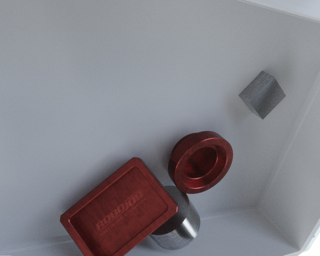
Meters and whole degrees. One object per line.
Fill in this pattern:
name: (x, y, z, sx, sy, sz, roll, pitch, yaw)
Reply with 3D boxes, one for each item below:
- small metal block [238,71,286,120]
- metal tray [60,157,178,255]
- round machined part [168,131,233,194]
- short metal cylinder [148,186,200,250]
small metal block: (0.154, -0.049, 0.465, 0.050, 0.025, 0.050, -47, 130, 5)
metal tray: (-0.052, 0.112, 0.409, 0.130, 0.090, 0.030, -39, 169, -3)
round machined part: (0.055, 0.046, 0.459, 0.099, 0.042, 0.097, -14, 125, -21)
short metal cylinder: (0.015, 0.134, 0.466, 0.080, 0.080, 0.050, -34, 129, -6)
